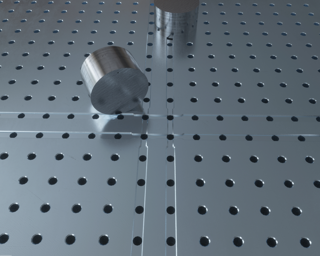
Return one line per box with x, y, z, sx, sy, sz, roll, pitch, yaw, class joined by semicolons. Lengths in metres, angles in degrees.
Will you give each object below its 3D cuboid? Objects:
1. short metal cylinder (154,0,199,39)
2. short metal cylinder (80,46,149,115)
0.029;-0.208;0.566;0.081;0.050;0.080;0;50;0;short metal cylinder
-0.063;-0.064;0.425;0.081;0.080;0.050;-19;53;-15;short metal cylinder
